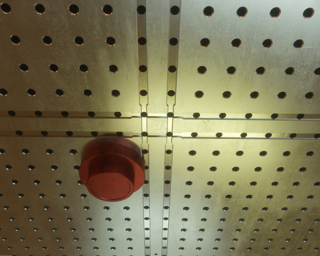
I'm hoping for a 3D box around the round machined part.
[{"bbox_3d":[-0.071,0.073,0.462,0.099,0.042,0.097,0,130,0],"label":"round machined part"}]
